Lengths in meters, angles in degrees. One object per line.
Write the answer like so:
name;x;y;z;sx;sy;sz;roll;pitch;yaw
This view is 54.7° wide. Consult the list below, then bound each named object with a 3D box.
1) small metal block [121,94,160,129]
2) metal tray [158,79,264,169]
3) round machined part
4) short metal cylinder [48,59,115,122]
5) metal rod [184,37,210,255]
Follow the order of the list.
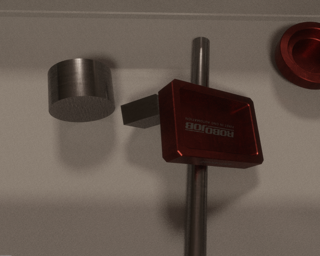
small metal block;-0.013;-0.019;0.392;0.050;0.050;0.025;-16;77;25
metal tray;0.063;-0.001;0.374;0.131;0.030;0.090;9;67;-31
round machined part;0.211;-0.098;0.439;0.099;0.042;0.098;0;70;-1
short metal cylinder;-0.100;-0.045;0.396;0.081;0.080;0.050;-8;71;-3
metal rod;0.050;0.013;0.405;0.025;0.025;0.299;4;70;1
